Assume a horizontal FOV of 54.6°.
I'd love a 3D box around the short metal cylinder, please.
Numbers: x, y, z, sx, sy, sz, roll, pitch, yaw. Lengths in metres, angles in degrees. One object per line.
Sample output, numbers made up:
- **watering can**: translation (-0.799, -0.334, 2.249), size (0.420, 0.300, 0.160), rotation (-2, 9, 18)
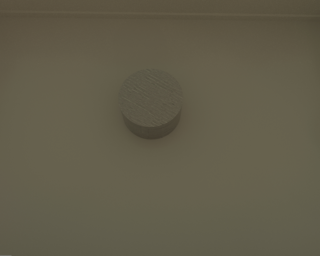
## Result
- **short metal cylinder**: translation (-0.011, -0.030, 0.408), size (0.080, 0.050, 0.080), rotation (0, 70, 0)
